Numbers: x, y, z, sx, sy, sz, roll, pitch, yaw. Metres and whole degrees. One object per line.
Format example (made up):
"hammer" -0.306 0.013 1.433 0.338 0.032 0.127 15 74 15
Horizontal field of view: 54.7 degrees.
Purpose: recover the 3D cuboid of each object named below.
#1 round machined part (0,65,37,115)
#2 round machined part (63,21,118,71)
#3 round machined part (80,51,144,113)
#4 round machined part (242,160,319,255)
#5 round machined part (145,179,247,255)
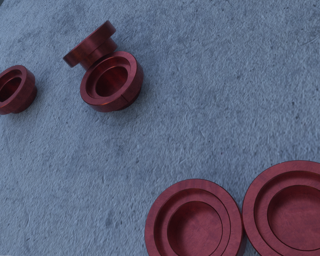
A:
"round machined part" -0.270 -0.066 0.576 0.098 0.042 0.098 -13 56 21
"round machined part" -0.109 -0.131 0.513 0.098 0.042 0.098 -34 22 16
"round machined part" -0.068 -0.065 0.468 0.098 0.042 0.098 -13 56 21
"round machined part" 0.127 0.081 0.276 0.098 0.042 0.098 -13 56 21
"round machined part" 0.038 0.104 0.309 0.098 0.042 0.098 -13 56 21
